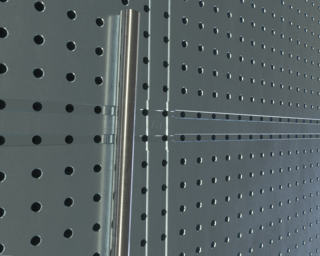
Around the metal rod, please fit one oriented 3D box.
[{"bbox_3d":[-0.043,0.008,0.374,0.025,0.025,0.298,4,88,-40],"label":"metal rod"}]
